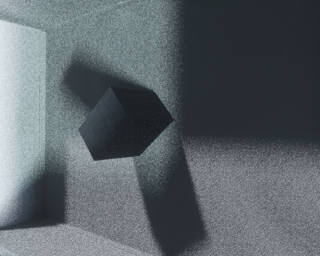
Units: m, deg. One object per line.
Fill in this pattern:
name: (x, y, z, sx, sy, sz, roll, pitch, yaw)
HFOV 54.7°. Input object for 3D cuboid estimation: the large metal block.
large metal block: (-0.044, -0.004, 0.401, 0.080, 0.081, 0.050, -47, 62, 29)
